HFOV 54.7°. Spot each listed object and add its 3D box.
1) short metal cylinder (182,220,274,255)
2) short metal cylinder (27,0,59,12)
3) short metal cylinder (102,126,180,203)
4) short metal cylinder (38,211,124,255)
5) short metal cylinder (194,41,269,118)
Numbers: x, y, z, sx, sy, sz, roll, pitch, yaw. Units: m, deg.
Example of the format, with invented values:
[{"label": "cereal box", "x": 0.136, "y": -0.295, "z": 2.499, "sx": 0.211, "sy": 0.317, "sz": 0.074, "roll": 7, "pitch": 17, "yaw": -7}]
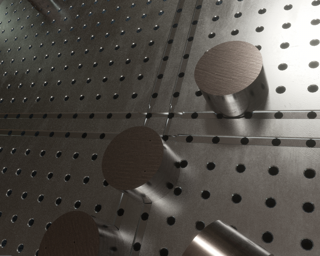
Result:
[{"label": "short metal cylinder", "x": 0.054, "y": 0.128, "z": 0.266, "sx": 0.050, "sy": 0.080, "sz": 0.080, "roll": 28, "pitch": 77, "yaw": 37}, {"label": "short metal cylinder", "x": -0.281, "y": -0.325, "z": 0.735, "sx": 0.080, "sy": 0.050, "sz": 0.080, "roll": -13, "pitch": 56, "yaw": 20}, {"label": "short metal cylinder", "x": -0.022, "y": 0.045, "z": 0.375, "sx": 0.080, "sy": 0.050, "sz": 0.080, "roll": -13, "pitch": 56, "yaw": 20}, {"label": "short metal cylinder", "x": -0.088, "y": 0.140, "z": 0.351, "sx": 0.080, "sy": 0.050, "sz": 0.080, "roll": -13, "pitch": 56, "yaw": 21}, {"label": "short metal cylinder", "x": 0.089, "y": -0.060, "z": 0.382, "sx": 0.080, "sy": 0.050, "sz": 0.080, "roll": -13, "pitch": 56, "yaw": 20}]
